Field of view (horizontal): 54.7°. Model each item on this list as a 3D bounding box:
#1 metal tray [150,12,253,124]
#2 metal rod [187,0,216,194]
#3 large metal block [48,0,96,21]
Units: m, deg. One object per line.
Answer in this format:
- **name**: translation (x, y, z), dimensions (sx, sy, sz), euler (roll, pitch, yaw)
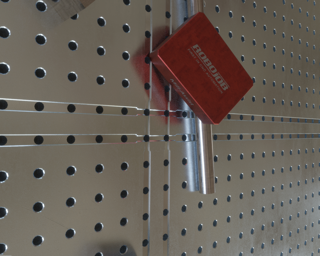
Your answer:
- **metal tray**: translation (0.060, -0.079, 0.428), dimensions (0.090, 0.030, 0.130), euler (-46, 108, -15)
- **metal rod**: translation (0.061, -0.052, 0.460), dimensions (0.025, 0.025, 0.298), euler (-7, 95, -40)
- **large metal block**: translation (-0.088, -0.172, 0.319), dimensions (0.080, 0.050, 0.080), euler (-52, 121, -27)
